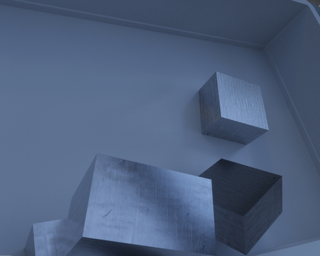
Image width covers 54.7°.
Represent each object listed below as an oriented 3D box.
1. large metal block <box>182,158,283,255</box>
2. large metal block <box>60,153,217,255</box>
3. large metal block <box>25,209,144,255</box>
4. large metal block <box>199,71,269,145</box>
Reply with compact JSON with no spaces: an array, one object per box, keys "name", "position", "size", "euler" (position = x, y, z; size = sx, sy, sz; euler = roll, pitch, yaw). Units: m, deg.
[{"name":"large metal block","position":[0.083,0.084,0.355],"size":[0.081,0.080,0.050],"euler":[-29,120,-38]},{"name":"large metal block","position":[-0.018,0.066,0.216],"size":[0.081,0.080,0.050],"euler":[16,53,-18]},{"name":"large metal block","position":[-0.067,0.111,0.265],"size":[0.081,0.080,0.050],"euler":[-1,60,-29]},{"name":"large metal block","position":[0.108,-0.028,0.464],"size":[0.081,0.050,0.080],"euler":[14,56,-21]}]
